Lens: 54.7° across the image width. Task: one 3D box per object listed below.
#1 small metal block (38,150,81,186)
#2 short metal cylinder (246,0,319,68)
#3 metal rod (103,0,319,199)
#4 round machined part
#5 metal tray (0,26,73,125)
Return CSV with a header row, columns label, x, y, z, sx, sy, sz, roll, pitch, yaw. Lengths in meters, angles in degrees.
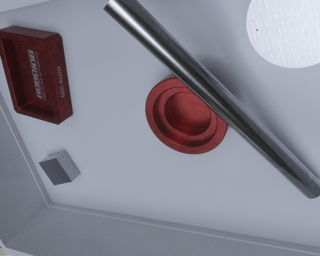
label,x,y,z,sx,sy,sz,roll,pitch,yaw
small metal block,-0.175,0.070,0.542,0.050,0.025,0.050,-16,110,34
short metal cylinder,0.121,-0.098,0.268,0.080,0.050,0.079,13,124,20
metal rod,0.070,-0.019,0.310,0.301,0.025,0.025,40,131,-20
round machined part,0.036,-0.021,0.365,0.098,0.042,0.097,13,124,20
metal tray,-0.181,-0.075,0.451,0.090,0.030,0.129,14,124,19
